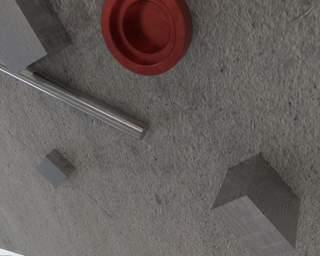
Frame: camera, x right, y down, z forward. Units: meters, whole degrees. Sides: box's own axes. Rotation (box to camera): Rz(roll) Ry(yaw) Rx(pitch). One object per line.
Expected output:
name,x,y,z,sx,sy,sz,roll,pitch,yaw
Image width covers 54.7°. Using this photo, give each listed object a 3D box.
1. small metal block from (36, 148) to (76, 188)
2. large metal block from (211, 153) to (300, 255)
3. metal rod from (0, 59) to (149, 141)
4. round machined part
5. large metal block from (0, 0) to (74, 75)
small metal block,-0.185,0.072,0.549,0.050,0.025,0.050,45,129,-3
large metal block,0.116,0.091,0.366,0.080,0.080,0.050,48,129,-6
metal rod,-0.154,-0.058,0.452,0.301,0.025,0.025,26,128,12
round machined part,-0.011,-0.110,0.334,0.098,0.042,0.097,13,124,21
large metal block,-0.176,-0.126,0.405,0.080,0.050,0.080,-15,111,34
